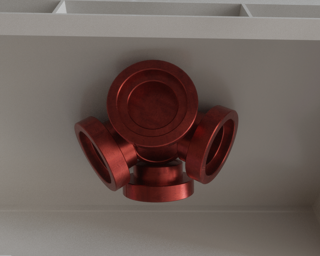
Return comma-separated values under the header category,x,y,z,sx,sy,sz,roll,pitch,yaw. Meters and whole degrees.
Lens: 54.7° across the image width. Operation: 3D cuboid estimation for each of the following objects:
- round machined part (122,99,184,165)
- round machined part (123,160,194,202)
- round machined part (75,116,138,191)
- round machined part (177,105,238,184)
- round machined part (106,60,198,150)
category,x,y,z,sx,sy,sz,roll,pitch,yaw
round machined part,-0.004,0.010,0.404,0.099,0.042,0.097,-1,130,0
round machined part,-0.003,0.067,0.428,0.099,0.098,0.042,-1,94,0
round machined part,-0.065,0.028,0.394,0.042,0.098,0.097,-31,135,-24
round machined part,0.057,0.017,0.388,0.042,0.099,0.097,23,137,28
round machined part,-0.007,-0.024,0.351,0.099,0.098,0.042,-3,168,2
